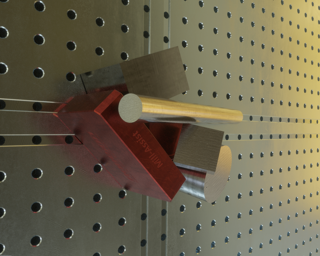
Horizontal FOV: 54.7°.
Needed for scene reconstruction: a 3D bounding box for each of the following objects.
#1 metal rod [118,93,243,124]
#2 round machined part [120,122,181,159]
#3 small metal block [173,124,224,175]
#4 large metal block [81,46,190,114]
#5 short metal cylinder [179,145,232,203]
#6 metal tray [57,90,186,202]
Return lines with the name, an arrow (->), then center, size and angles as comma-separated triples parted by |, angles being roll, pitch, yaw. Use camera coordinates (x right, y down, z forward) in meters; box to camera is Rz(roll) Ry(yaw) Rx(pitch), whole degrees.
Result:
metal rod -> 0.051, -0.018, 0.392 | 0.302, 0.025, 0.025 | -1, 91, -60
round machined part -> -0.001, 0.006, 0.403 | 0.099, 0.042, 0.097 | 0, 90, -40
small metal block -> 0.047, 0.025, 0.378 | 0.025, 0.050, 0.050 | 74, 31, -73
large metal block -> -0.028, -0.052, 0.349 | 0.081, 0.080, 0.050 | -27, 107, -37
short metal cylinder -> 0.059, 0.057, 0.429 | 0.081, 0.050, 0.079 | -26, 123, -48
metal tray -> -0.041, 0.021, 0.333 | 0.030, 0.090, 0.130 | -51, 121, -28
